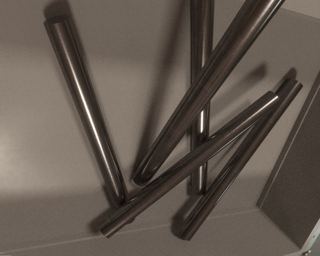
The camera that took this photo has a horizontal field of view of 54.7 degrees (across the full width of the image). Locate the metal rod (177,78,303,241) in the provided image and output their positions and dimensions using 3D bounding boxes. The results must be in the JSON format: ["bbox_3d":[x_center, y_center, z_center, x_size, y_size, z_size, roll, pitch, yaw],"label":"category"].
[{"bbox_3d":[0.125,0.051,0.490,0.025,0.025,0.299,34,93,-39],"label":"metal rod"}]

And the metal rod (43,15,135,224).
[{"bbox_3d":[-0.073,0.016,0.379,0.025,0.025,0.298,-23,127,-15],"label":"metal rod"}]

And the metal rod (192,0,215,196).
[{"bbox_3d":[0.056,-0.022,0.427,0.025,0.025,0.298,-17,125,-19],"label":"metal rod"}]

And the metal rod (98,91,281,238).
[{"bbox_3d":[0.043,0.048,0.429,0.301,0.025,0.025,-37,130,-4],"label":"metal rod"}]

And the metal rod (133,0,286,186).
[{"bbox_3d":[0.029,-0.016,0.336,0.025,0.025,0.298,-1,144,-28],"label":"metal rod"}]
